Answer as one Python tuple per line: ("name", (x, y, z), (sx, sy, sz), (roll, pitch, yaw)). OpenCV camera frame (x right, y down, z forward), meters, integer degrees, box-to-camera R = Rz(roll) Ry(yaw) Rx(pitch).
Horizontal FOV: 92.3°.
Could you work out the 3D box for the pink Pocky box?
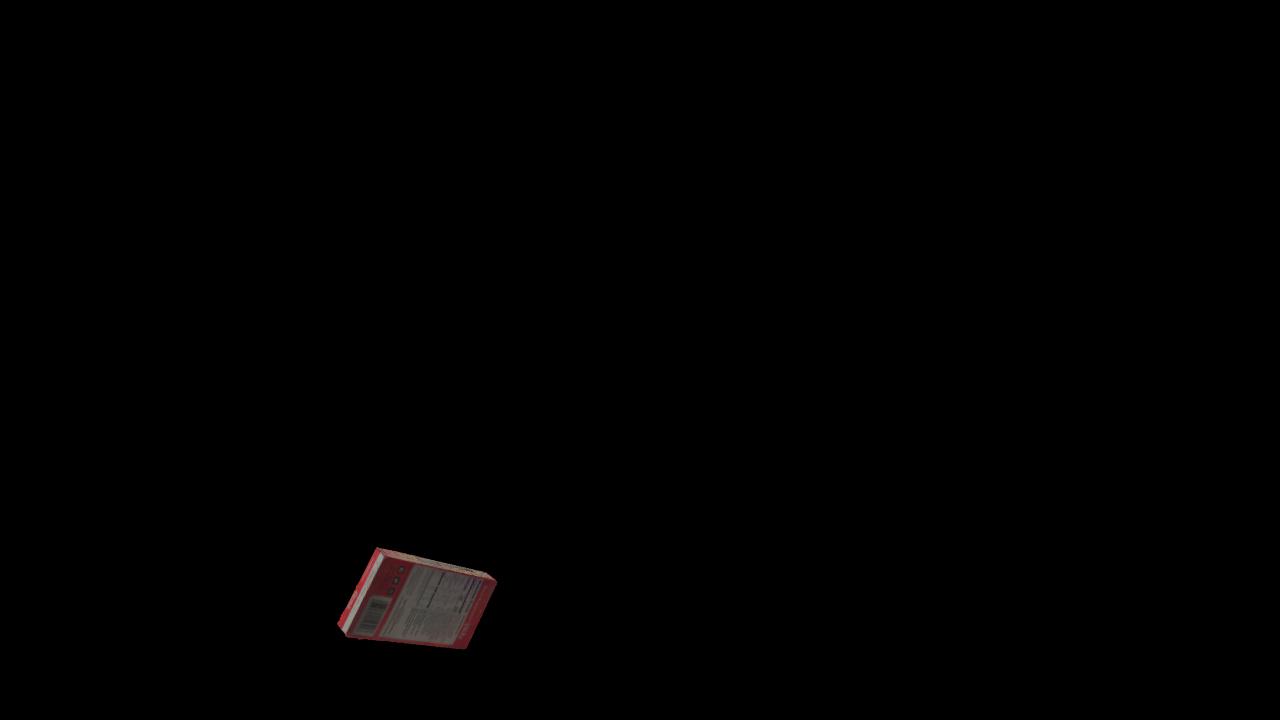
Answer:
("pink Pocky box", (-0.235, 0.262, 0.669), (0.029, 0.084, 0.155), (14, -15, 44))
